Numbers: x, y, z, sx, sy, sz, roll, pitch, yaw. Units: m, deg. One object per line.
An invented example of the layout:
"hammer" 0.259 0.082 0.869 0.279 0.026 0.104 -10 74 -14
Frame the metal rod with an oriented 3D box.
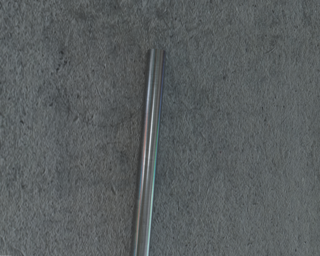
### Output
"metal rod" -0.016 0.048 0.402 0.025 0.025 0.298 5 88 -20
